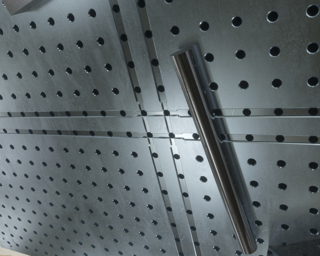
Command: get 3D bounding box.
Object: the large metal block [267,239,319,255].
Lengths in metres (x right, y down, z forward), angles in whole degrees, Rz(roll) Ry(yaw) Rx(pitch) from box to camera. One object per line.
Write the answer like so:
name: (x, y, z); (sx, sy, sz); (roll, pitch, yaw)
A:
large metal block: (0.199, 0.202, 0.415); (0.080, 0.050, 0.080); (-28, 103, 37)

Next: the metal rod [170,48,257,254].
metal rod: (0.076, 0.044, 0.398); (0.025, 0.025, 0.299); (-9, 114, 32)

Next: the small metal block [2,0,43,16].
small metal block: (-0.181, -0.180, 0.395); (0.050, 0.025, 0.050); (-14, 112, 33)
